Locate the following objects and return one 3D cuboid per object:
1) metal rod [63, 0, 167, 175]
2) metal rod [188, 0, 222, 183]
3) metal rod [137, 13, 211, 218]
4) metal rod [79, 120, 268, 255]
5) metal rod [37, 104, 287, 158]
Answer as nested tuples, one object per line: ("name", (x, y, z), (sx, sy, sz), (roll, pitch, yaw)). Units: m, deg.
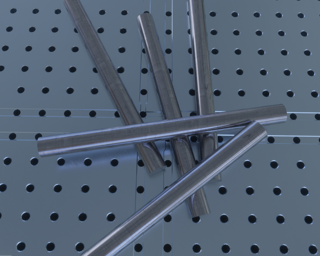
("metal rod", (-0.070, -0.072, 0.437), (0.025, 0.025, 0.299), (-25, 72, -9))
("metal rod", (0.060, -0.074, 0.439), (0.025, 0.025, 0.299), (-2, 70, -1))
("metal rod", (0.013, -0.031, 0.423), (0.025, 0.025, 0.299), (-13, 71, -5))
("metal rod", (0.000, 0.091, 0.357), (0.301, 0.025, 0.025), (-37, 74, -5))
("metal rod", (0.006, 0.002, 0.383), (0.302, 0.025, 0.025), (-8, 70, -4))
